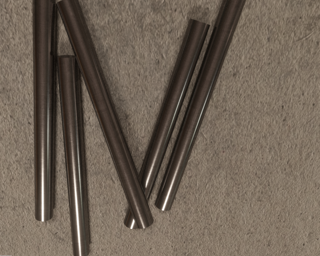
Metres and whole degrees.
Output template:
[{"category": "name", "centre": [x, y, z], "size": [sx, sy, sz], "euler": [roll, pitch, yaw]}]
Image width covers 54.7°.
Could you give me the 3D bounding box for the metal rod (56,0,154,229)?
[{"category": "metal rod", "centre": [-0.064, -0.007, 0.391], "size": [0.025, 0.025, 0.298], "euler": [-16, 104, 5]}]

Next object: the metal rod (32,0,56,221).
[{"category": "metal rod", "centre": [-0.151, -0.009, 0.404], "size": [0.025, 0.025, 0.298], "euler": [7, 110, -3]}]

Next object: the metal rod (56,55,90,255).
[{"category": "metal rod", "centre": [-0.117, 0.053, 0.427], "size": [0.025, 0.025, 0.298], "euler": [1, 110, -1]}]

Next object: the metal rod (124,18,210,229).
[{"category": "metal rod", "centre": [0.003, 0.009, 0.412], "size": [0.025, 0.025, 0.298], "euler": [16, 109, -6]}]

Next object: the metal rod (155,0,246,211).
[{"category": "metal rod", "centre": [0.046, -0.021, 0.402], "size": [0.025, 0.025, 0.298], "euler": [15, 109, -6]}]
